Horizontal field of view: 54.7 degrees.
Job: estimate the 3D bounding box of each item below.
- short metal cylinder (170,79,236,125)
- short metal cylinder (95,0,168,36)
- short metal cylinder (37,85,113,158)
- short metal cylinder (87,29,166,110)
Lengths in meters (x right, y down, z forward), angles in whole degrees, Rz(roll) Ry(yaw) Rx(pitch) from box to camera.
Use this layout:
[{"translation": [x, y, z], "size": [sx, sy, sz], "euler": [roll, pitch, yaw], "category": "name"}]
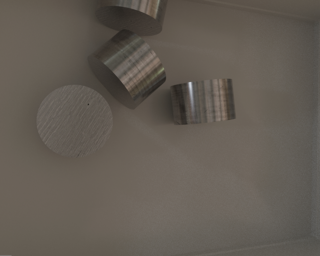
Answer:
[{"translation": [0.056, -0.033, 0.403], "size": [0.081, 0.080, 0.050], "euler": [-7, 93, -20], "category": "short metal cylinder"}, {"translation": [-0.032, -0.150, 0.370], "size": [0.081, 0.080, 0.050], "euler": [12, 86, -20], "category": "short metal cylinder"}, {"translation": [-0.100, -0.008, 0.361], "size": [0.081, 0.050, 0.079], "euler": [0, 90, -20], "category": "short metal cylinder"}, {"translation": [-0.039, -0.068, 0.368], "size": [0.050, 0.080, 0.080], "euler": [-44, 104, -15], "category": "short metal cylinder"}]
